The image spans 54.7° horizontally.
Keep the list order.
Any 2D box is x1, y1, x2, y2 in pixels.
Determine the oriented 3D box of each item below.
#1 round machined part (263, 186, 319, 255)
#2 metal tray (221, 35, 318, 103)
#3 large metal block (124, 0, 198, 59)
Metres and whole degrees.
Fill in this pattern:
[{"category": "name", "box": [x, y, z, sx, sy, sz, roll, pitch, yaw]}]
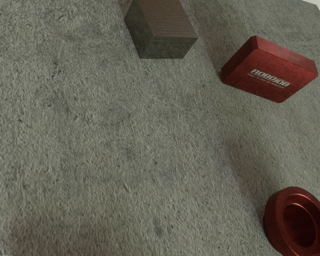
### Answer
[{"category": "round machined part", "box": [0.178, 0.131, 0.411, 0.099, 0.042, 0.098, 14, 56, -21]}, {"category": "metal tray", "box": [0.181, -0.093, 0.519, 0.131, 0.090, 0.030, 16, 56, -20]}, {"category": "large metal block", "box": [0.000, -0.156, 0.485, 0.081, 0.050, 0.080, -8, 66, -32]}]
